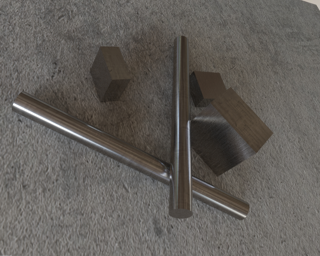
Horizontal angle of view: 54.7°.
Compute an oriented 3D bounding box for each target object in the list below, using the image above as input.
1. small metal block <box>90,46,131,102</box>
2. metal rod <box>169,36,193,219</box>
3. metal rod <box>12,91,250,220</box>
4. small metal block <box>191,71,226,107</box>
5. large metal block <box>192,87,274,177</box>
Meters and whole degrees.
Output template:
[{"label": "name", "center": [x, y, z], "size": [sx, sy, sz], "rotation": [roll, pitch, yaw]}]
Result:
[{"label": "small metal block", "center": [-0.065, -0.068, 0.396], "size": [0.025, 0.050, 0.050], "rotation": [-9, 66, -32]}, {"label": "metal rod", "center": [0.028, -0.026, 0.416], "size": [0.025, 0.025, 0.300], "rotation": [19, 48, -18]}, {"label": "metal rod", "center": [-0.024, 0.038, 0.368], "size": [0.301, 0.025, 0.025], "rotation": [27, 52, -11]}, {"label": "small metal block", "center": [0.074, -0.060, 0.482], "size": [0.050, 0.025, 0.050], "rotation": [-2, 63, -29]}, {"label": "large metal block", "center": [0.085, 0.007, 0.412], "size": [0.080, 0.080, 0.050], "rotation": [49, 51, 6]}]
